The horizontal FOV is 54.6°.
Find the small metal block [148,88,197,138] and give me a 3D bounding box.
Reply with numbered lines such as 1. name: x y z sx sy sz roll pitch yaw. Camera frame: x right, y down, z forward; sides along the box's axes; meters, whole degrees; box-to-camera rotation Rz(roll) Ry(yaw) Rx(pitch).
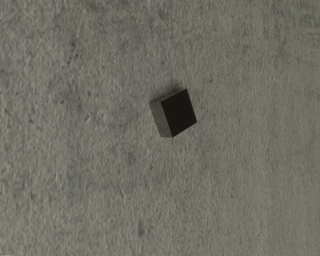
1. small metal block: 0.018 -0.020 0.419 0.050 0.025 0.050 -30 109 -36
